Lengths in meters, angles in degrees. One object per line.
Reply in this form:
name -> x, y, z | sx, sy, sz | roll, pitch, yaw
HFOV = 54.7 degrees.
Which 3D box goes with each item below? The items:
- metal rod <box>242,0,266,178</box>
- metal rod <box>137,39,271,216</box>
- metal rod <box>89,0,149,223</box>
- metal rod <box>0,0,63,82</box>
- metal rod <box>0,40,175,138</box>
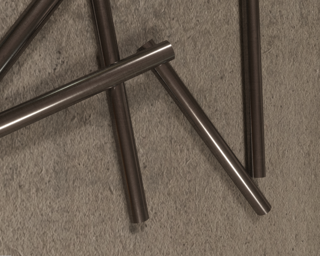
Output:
metal rod -> 0.139, -0.076, 0.461 | 0.025, 0.025, 0.298 | -3, 91, -20
metal rod -> 0.068, 0.007, 0.435 | 0.025, 0.025, 0.300 | -41, 103, -16
metal rod -> -0.052, -0.028, 0.390 | 0.025, 0.025, 0.298 | -11, 94, -20
metal rod -> -0.142, -0.129, 0.356 | 0.025, 0.025, 0.300 | 35, 78, -17
metal rod -> -0.120, -0.029, 0.346 | 0.302, 0.025, 0.025 | -27, 99, -12
